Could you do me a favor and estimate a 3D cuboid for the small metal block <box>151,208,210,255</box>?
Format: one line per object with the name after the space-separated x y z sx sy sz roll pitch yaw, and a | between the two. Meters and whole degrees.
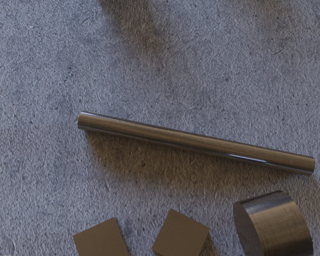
0.024 0.129 0.361 0.050 0.025 0.050 25 72 8 | small metal block

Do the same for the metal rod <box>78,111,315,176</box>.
0.043 0.019 0.401 0.302 0.025 0.025 11 70 3 | metal rod

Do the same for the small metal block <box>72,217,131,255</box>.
-0.066 0.138 0.357 0.050 0.025 0.050 -23 72 -9 | small metal block

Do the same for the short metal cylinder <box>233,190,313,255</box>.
0.120 0.114 0.339 0.050 0.080 0.080 -14 71 -5 | short metal cylinder
